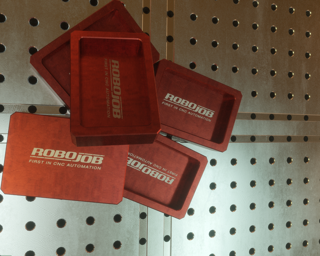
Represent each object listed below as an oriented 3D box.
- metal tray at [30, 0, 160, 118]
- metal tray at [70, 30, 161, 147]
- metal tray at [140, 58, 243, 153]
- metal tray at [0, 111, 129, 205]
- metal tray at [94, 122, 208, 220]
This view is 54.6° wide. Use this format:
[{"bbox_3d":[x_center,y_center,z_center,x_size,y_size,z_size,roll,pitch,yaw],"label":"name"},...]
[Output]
[{"bbox_3d":[-0.077,-0.083,0.380,0.130,0.030,0.090,-41,102,-15],"label":"metal tray"},{"bbox_3d":[-0.052,-0.046,0.345,0.091,0.030,0.130,-2,67,-13],"label":"metal tray"},{"bbox_3d":[0.041,-0.028,0.423,0.131,0.030,0.090,19,84,-19],"label":"metal tray"},{"bbox_3d":[-0.103,0.034,0.354,0.131,0.030,0.090,7,88,-6],"label":"metal tray"},{"bbox_3d":[-0.012,0.053,0.404,0.131,0.030,0.090,27,82,-18],"label":"metal tray"}]
